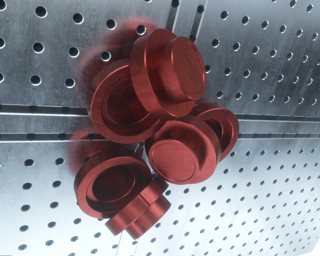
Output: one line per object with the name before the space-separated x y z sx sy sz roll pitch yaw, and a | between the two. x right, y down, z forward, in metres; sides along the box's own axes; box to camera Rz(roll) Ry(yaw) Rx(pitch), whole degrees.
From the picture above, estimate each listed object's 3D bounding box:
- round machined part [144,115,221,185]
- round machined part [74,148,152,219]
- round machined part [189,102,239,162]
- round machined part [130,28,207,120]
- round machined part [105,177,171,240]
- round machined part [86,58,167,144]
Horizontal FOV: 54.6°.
round machined part | 0.024 0.033 0.394 0.042 0.098 0.097 -51 148 -52
round machined part | -0.063 0.067 0.406 0.099 0.042 0.097 -14 124 -21
round machined part | 0.058 0.007 0.435 0.099 0.042 0.097 -14 124 -21
round machined part | 0.016 -0.060 0.335 0.098 0.042 0.098 18 67 -51
round machined part | -0.023 0.111 0.418 0.098 0.098 0.042 -42 85 -4
round machined part | -0.036 -0.034 0.358 0.099 0.042 0.097 -14 124 -21
